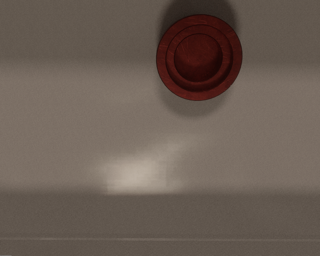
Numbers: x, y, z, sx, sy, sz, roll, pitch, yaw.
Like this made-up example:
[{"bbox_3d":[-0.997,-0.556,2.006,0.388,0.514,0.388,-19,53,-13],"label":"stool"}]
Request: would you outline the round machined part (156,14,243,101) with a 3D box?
[{"bbox_3d":[0.045,-0.085,0.372,0.099,0.042,0.097,0,110,-1],"label":"round machined part"}]
